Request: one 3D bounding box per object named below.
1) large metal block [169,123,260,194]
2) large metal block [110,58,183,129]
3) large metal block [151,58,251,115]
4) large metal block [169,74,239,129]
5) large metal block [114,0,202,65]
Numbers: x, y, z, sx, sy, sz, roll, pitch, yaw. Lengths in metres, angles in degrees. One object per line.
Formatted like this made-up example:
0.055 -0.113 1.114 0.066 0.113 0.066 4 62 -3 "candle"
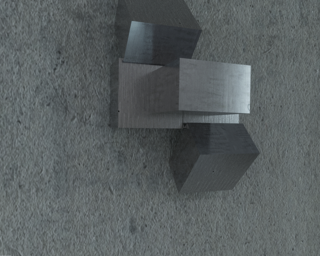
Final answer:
0.066 0.039 0.400 0.081 0.079 0.050 0 46 -21 "large metal block"
-0.018 -0.040 0.389 0.081 0.050 0.079 1 90 -21 "large metal block"
0.042 -0.041 0.345 0.081 0.080 0.050 1 90 -20 "large metal block"
0.058 -0.040 0.418 0.081 0.050 0.079 1 90 -21 "large metal block"
-0.006 -0.121 0.373 0.081 0.050 0.080 1 46 -20 "large metal block"
